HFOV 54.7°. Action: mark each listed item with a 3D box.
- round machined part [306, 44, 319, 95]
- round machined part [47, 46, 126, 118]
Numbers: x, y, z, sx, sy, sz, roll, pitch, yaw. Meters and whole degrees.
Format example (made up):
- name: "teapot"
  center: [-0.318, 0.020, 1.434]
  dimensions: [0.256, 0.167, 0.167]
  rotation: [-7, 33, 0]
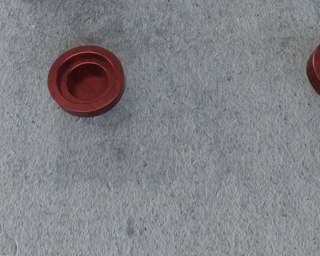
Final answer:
- name: "round machined part"
  center: [0.251, -0.074, 0.428]
  dimensions: [0.099, 0.042, 0.098]
  rotation: [0, 70, 0]
- name: "round machined part"
  center: [-0.096, -0.059, 0.420]
  dimensions: [0.099, 0.042, 0.098]
  rotation: [0, 70, 0]
